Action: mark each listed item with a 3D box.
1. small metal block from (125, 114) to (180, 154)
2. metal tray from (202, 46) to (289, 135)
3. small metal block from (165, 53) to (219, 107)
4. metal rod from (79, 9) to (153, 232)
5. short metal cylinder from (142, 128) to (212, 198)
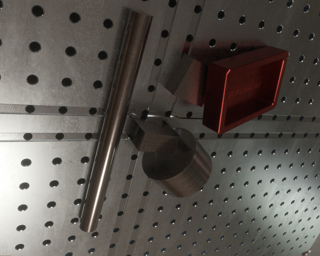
[{"bbox_3d":[-0.011,0.007,0.395,0.050,0.050,0.025,7,115,-32],"label":"small metal block"},{"bbox_3d":[0.117,-0.054,0.420,0.131,0.030,0.089,-22,128,-33],"label":"metal tray"},{"bbox_3d":[0.043,-0.061,0.399,0.050,0.025,0.050,19,108,-36],"label":"small metal block"},{"bbox_3d":[-0.061,0.009,0.384,0.025,0.025,0.298,3,117,-30],"label":"metal rod"},{"bbox_3d":[0.023,0.046,0.419,0.080,0.080,0.050,-41,130,0],"label":"short metal cylinder"}]
